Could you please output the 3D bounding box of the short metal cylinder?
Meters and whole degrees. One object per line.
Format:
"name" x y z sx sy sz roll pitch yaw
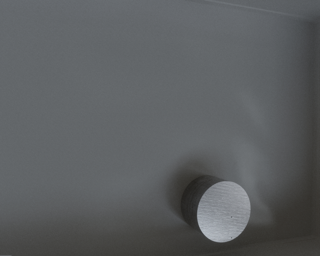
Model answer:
"short metal cylinder" 0.076 0.109 0.427 0.081 0.050 0.079 0 90 -21
